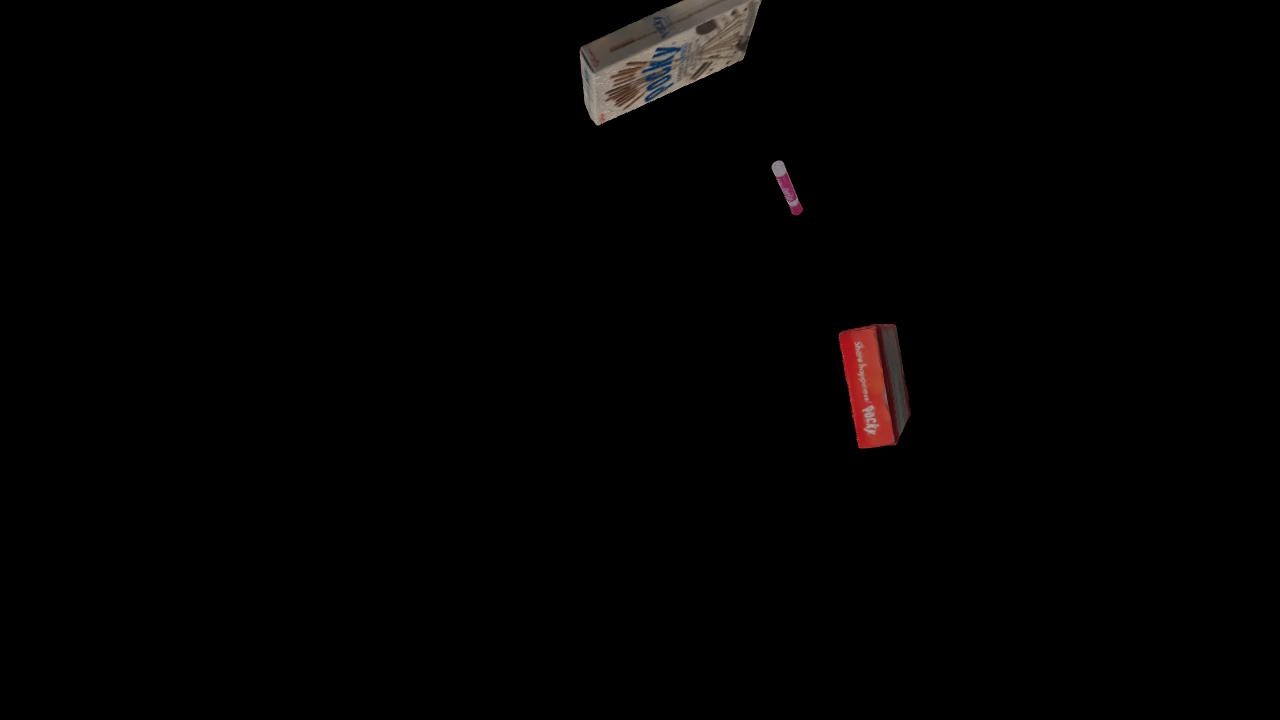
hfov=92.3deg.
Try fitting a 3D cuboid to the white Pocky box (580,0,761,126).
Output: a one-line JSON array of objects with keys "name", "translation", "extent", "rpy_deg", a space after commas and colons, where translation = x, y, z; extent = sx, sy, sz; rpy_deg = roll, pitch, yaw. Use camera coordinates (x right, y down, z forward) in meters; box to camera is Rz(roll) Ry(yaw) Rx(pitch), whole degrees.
[{"name": "white Pocky box", "translation": [0.024, -0.260, 0.521], "extent": [0.154, 0.028, 0.084], "rpy_deg": [-27, -6, -5]}]

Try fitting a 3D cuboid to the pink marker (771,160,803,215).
[{"name": "pink marker", "translation": [0.228, -0.261, 0.946], "extent": [0.020, 0.020, 0.121], "rpy_deg": [0, -23, 30]}]

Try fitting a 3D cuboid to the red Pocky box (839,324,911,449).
[{"name": "red Pocky box", "translation": [0.185, 0.014, 0.476], "extent": [0.028, 0.083, 0.155], "rpy_deg": [-8, -1, 27]}]
